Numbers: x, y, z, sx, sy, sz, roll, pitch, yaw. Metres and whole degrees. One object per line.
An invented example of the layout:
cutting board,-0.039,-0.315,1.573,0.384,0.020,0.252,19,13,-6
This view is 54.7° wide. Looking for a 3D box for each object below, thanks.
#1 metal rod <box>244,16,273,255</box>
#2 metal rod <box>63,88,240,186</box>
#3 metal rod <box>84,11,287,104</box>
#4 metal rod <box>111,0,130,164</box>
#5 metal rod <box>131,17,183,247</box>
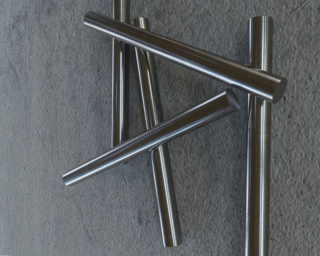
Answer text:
metal rod,0.101,0.038,0.321,0.025,0.025,0.298,1,91,40
metal rod,-0.034,0.026,0.399,0.299,0.025,0.025,-27,73,36
metal rod,0.004,-0.096,0.367,0.300,0.025,0.025,31,109,35
metal rod,-0.057,-0.098,0.452,0.025,0.025,0.298,1,91,40
metal rod,-0.006,0.000,0.409,0.025,0.025,0.298,-14,81,39
